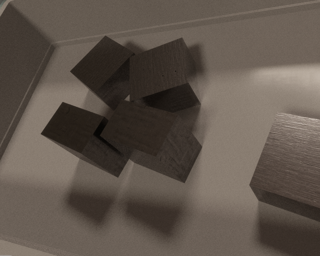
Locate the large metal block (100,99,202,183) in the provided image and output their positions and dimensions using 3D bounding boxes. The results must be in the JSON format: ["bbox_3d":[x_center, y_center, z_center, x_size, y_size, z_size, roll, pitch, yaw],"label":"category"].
[{"bbox_3d":[-0.008,0.016,0.364,0.080,0.080,0.050,17,71,34],"label":"large metal block"}]

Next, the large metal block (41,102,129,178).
[{"bbox_3d":[-0.091,0.016,0.407,0.080,0.080,0.050,18,72,35],"label":"large metal block"}]

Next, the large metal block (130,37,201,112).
[{"bbox_3d":[0.006,-0.066,0.426,0.080,0.050,0.080,-16,55,18],"label":"large metal block"}]

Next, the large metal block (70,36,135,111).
[{"bbox_3d":[-0.079,-0.086,0.482,0.080,0.050,0.080,-47,52,-5],"label":"large metal block"}]

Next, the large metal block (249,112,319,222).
[{"bbox_3d":[0.141,0.038,0.292,0.080,0.050,0.080,15,69,33],"label":"large metal block"}]
